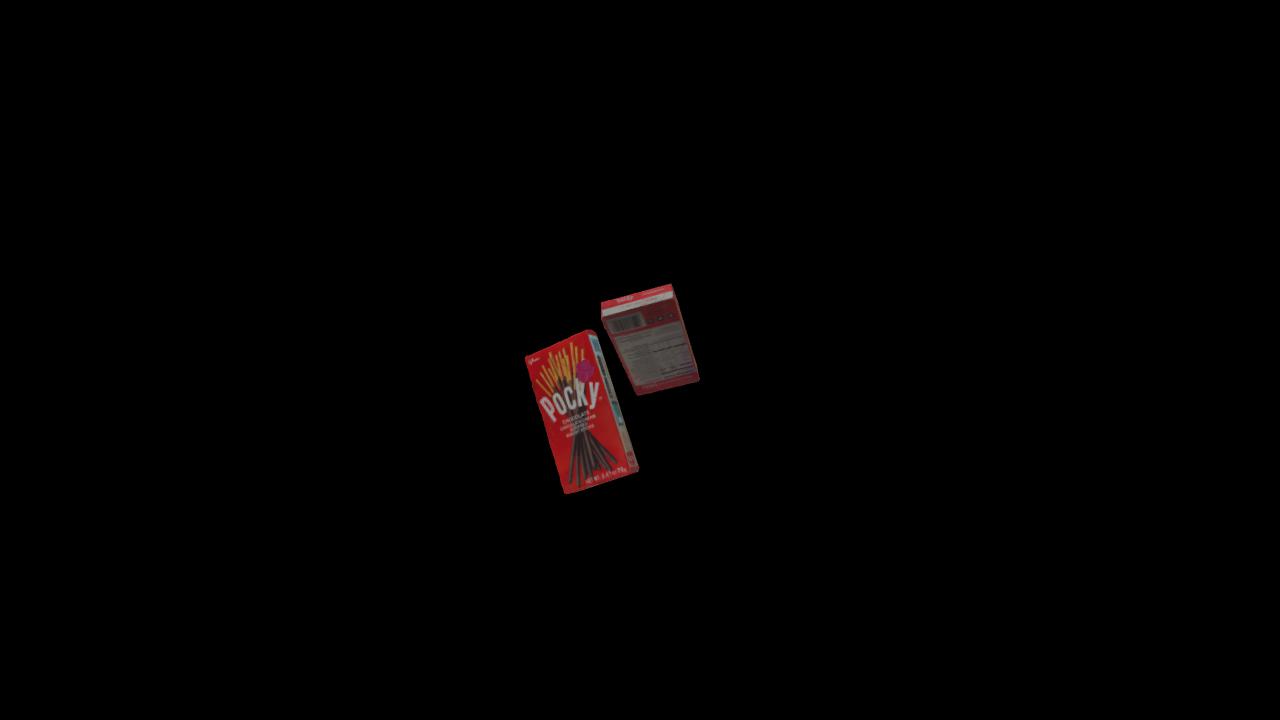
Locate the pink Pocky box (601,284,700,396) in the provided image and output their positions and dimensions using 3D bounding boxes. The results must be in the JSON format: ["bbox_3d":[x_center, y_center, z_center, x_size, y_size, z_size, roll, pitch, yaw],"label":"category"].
[{"bbox_3d":[0.015,-0.019,0.723,0.084,0.029,0.155,-14,-41,8],"label":"pink Pocky box"}]

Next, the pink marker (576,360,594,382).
[{"bbox_3d":[-0.056,0.047,0.656,0.020,0.121,0.020,1,42,-1],"label":"pink marker"}]

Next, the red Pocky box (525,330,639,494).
[{"bbox_3d":[-0.062,0.054,0.639,0.083,0.155,0.028,-23,-12,22],"label":"red Pocky box"}]
